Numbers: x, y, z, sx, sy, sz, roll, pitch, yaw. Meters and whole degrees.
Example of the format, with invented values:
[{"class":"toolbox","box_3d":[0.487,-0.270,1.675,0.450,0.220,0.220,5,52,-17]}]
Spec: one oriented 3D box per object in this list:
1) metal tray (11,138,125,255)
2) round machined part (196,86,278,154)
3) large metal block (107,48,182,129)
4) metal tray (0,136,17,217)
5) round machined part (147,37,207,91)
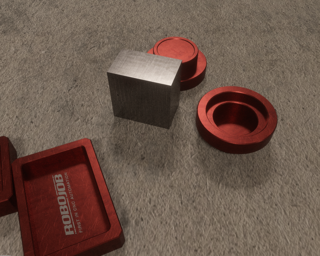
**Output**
[{"class":"metal tray","box_3d":[-0.101,0.078,0.332,0.091,0.030,0.130,-18,52,-15]},{"class":"round machined part","box_3d":[0.095,-0.006,0.398,0.099,0.042,0.098,0,50,0]},{"class":"large metal block","box_3d":[-0.018,-0.051,0.410,0.080,0.080,0.050,14,51,11]},{"class":"metal tray","box_3d":[-0.228,0.066,0.340,0.131,0.030,0.090,-16,52,-14]},{"class":"round machined part","box_3d":[0.024,-0.105,0.481,0.099,0.042,0.098,0,50,0]}]
